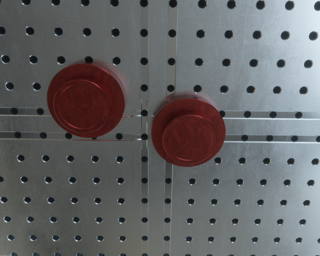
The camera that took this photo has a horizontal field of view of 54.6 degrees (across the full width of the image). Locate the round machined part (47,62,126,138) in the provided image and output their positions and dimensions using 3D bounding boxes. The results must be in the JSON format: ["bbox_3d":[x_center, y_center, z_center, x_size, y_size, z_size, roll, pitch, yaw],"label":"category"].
[{"bbox_3d":[-0.094,-0.032,0.392,0.099,0.042,0.097,0,110,0],"label":"round machined part"}]

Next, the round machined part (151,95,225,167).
[{"bbox_3d":[0.037,0.008,0.408,0.099,0.042,0.097,0,110,0],"label":"round machined part"}]
